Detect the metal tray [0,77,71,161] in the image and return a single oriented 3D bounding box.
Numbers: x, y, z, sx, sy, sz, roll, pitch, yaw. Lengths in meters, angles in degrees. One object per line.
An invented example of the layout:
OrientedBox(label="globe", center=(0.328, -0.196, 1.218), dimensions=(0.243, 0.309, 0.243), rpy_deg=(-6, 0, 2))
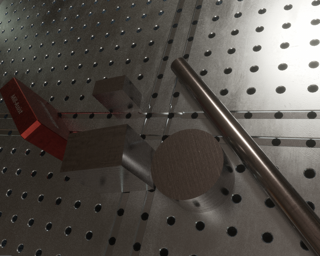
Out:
OrientedBox(label="metal tray", center=(-0.181, -0.013, 0.466), dimensions=(0.030, 0.090, 0.130), rpy_deg=(-43, 51, -2))

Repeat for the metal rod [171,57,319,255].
OrientedBox(label="metal rod", center=(0.087, 0.009, 0.355), dimensions=(0.025, 0.025, 0.300), rpy_deg=(-35, 51, 5))

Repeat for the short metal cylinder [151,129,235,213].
OrientedBox(label="short metal cylinder", center=(0.037, 0.048, 0.343), dimensions=(0.080, 0.050, 0.080), rpy_deg=(-13, 56, 20))

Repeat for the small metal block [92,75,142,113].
OrientedBox(label="small metal block", center=(-0.061, -0.048, 0.452), dimensions=(0.050, 0.050, 0.025), rpy_deg=(-7, 59, 24))

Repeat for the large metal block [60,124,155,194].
OrientedBox(label="large metal block", center=(-0.058, 0.041, 0.377), dimensions=(0.080, 0.080, 0.050), rpy_deg=(-9, 58, 23))
